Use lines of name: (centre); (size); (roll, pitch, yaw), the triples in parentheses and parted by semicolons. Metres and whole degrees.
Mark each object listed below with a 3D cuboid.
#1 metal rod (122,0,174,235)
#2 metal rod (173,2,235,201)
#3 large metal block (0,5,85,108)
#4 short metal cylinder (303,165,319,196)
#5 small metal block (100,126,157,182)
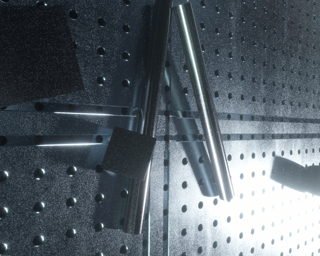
metal rod: (-0.014, -0.019, 0.397); (0.025, 0.025, 0.298); (13, 82, -39)
metal rod: (0.069, -0.026, 0.454); (0.025, 0.025, 0.298); (-30, 112, -36)
large metal block: (-0.127, -0.065, 0.287); (0.081, 0.050, 0.079); (-20, 103, -38)
short metal cylinder: (0.360, 0.119, 0.675); (0.080, 0.080, 0.050); (32, 70, -36)
small metal block: (-0.036, 0.031, 0.362); (0.050, 0.025, 0.050); (17, 76, 2)
